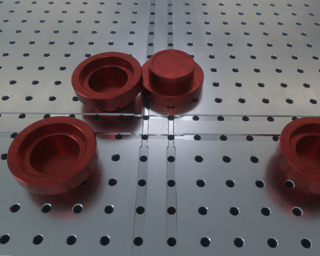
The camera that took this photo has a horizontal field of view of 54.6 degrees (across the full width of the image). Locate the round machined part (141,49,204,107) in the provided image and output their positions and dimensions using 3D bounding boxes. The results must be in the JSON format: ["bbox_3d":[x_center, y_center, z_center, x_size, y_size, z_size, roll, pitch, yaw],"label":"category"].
[{"bbox_3d":[0.017,-0.081,0.465,0.099,0.042,0.098,0,50,0],"label":"round machined part"}]

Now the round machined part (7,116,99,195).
[{"bbox_3d":[-0.122,0.035,0.366,0.099,0.042,0.098,0,50,0],"label":"round machined part"}]

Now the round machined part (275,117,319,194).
[{"bbox_3d":[0.186,0.036,0.367,0.099,0.042,0.098,0,50,0],"label":"round machined part"}]

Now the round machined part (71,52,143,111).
[{"bbox_3d":[-0.073,-0.063,0.446,0.098,0.042,0.098,-2,51,3],"label":"round machined part"}]
